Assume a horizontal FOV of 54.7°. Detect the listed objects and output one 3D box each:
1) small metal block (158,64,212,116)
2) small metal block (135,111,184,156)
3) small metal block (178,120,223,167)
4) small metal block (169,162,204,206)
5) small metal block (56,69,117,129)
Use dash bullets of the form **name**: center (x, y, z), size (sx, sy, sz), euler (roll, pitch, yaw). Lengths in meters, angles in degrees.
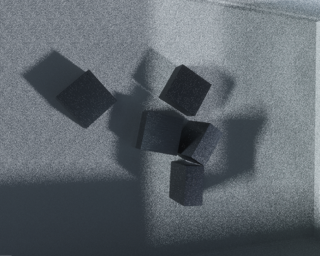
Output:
- **small metal block**: center (0.034, -0.050, 0.423), size (0.050, 0.025, 0.050), euler (32, 80, -17)
- **small metal block**: center (-0.001, 0.007, 0.410), size (0.050, 0.025, 0.050), euler (12, 86, -20)
- **small metal block**: center (0.049, 0.019, 0.413), size (0.025, 0.050, 0.050), euler (36, 78, -26)
- **small metal block**: center (0.034, 0.072, 0.410), size (0.025, 0.050, 0.050), euler (3, 89, -20)
- **small metal block**: center (-0.090, -0.035, 0.377), size (0.050, 0.025, 0.050), euler (-45, 104, -15)
